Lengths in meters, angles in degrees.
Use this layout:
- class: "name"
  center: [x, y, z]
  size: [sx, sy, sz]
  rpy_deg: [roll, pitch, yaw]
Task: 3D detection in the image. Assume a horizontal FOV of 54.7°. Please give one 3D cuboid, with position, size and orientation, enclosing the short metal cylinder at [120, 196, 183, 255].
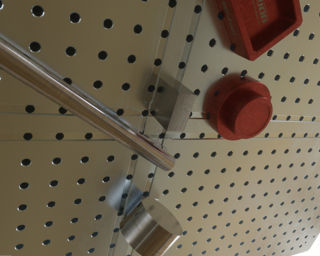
- class: "short metal cylinder"
  center: [-0.013, 0.148, 0.462]
  size: [0.050, 0.080, 0.080]
  rpy_deg: [-49, 129, 6]

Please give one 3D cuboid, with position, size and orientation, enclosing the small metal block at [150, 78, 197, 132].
- class: "small metal block"
  center: [0.015, -0.029, 0.387]
  size: [0.025, 0.050, 0.050]
  rpy_deg: [3, 117, -30]

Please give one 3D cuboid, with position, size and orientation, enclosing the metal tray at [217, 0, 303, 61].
- class: "metal tray"
  center: [0.119, -0.159, 0.376]
  size: [0.090, 0.030, 0.130]
  rpy_deg: [-37, 130, -4]

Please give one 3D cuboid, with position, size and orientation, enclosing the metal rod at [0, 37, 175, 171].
- class: "metal rod"
  center: [-0.081, -0.019, 0.356]
  size: [0.025, 0.025, 0.301]
  rpy_deg: [-48, 129, 6]

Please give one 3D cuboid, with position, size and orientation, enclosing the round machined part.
- class: "round machined part"
  center: [0.126, -0.023, 0.457]
  size: [0.099, 0.042, 0.097]
  rpy_deg: [-14, 125, -21]
